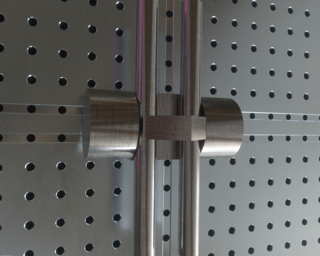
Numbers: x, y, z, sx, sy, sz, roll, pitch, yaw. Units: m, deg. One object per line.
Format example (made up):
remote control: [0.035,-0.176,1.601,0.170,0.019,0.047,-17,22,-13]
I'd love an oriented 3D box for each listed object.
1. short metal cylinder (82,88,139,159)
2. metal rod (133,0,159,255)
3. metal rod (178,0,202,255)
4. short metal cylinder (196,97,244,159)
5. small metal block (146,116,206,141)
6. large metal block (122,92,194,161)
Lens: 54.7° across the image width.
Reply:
short metal cylinder: [-0.060,-0.004,0.358,0.050,0.080,0.079,2,90,-20]
metal rod: [-0.016,0.002,0.350,0.025,0.025,0.298,1,90,-20]
metal rod: [0.036,0.000,0.369,0.025,0.025,0.298,1,90,-20]
short metal cylinder: [0.064,0.000,0.403,0.050,0.080,0.079,1,90,-19]
small metal block: [0.018,0.000,0.336,0.050,0.050,0.025,1,90,24]
large metal block: [-0.003,-0.002,0.394,0.081,0.050,0.079,1,90,-20]
